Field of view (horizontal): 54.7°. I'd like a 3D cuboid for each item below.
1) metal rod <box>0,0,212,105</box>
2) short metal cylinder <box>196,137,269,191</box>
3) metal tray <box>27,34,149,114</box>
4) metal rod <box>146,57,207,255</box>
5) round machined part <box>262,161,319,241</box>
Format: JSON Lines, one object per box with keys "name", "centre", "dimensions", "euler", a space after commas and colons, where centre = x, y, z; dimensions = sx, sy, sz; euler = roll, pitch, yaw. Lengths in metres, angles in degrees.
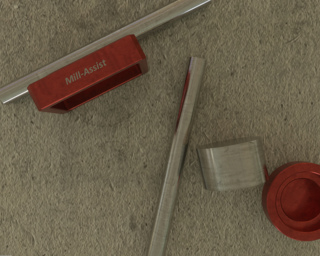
{"name": "metal rod", "centre": [-0.072, -0.108, 0.409], "dimensions": [0.301, 0.025, 0.025], "euler": [-27, 90, 0]}
{"name": "short metal cylinder", "centre": [0.089, 0.042, 0.383], "dimensions": [0.080, 0.080, 0.050], "euler": [-11, 90, 0]}
{"name": "metal tray", "centre": [-0.080, -0.060, 0.376], "dimensions": [0.130, 0.090, 0.030], "euler": [-27, 90, 0]}
{"name": "metal rod", "centre": [0.018, 0.055, 0.410], "dimensions": [0.025, 0.025, 0.298], "euler": [12, 90, 0]}
{"name": "round machined part", "centre": [0.181, 0.092, 0.403], "dimensions": [0.099, 0.042, 0.097], "euler": [0, 90, 0]}
